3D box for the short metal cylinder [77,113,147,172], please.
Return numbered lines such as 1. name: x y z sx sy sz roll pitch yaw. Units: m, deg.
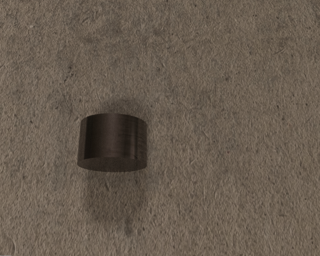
1. short metal cylinder: -0.056 0.020 0.371 0.081 0.080 0.050 0 70 -1
